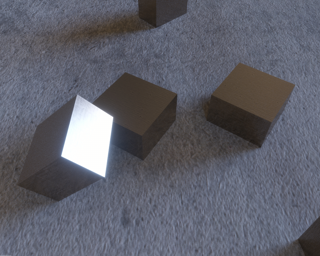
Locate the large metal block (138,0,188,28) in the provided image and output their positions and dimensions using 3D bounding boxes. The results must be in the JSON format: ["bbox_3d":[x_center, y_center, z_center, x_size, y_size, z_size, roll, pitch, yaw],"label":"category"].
[{"bbox_3d":[0.006,-0.246,0.574,0.080,0.080,0.050,-35,59,-26],"label":"large metal block"}]

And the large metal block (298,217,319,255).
[{"bbox_3d":[0.176,0.118,0.271,0.050,0.080,0.080,-7,51,-6],"label":"large metal block"}]

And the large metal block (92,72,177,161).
[{"bbox_3d":[-0.033,-0.017,0.401,0.080,0.050,0.080,25,54,19],"label":"large metal block"}]

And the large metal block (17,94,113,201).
[{"bbox_3d":[-0.101,0.023,0.339,0.080,0.050,0.080,-30,42,31],"label":"large metal block"}]

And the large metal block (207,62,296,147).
[{"bbox_3d":[0.121,-0.033,0.417,0.080,0.050,0.080,29,55,21],"label":"large metal block"}]
